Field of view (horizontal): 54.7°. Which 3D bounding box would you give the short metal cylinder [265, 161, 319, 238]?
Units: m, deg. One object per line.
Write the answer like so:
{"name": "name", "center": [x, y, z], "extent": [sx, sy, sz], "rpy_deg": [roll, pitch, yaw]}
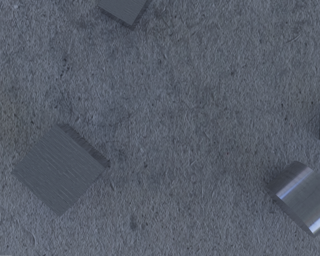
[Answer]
{"name": "short metal cylinder", "center": [0.178, 0.087, 0.384], "extent": [0.050, 0.080, 0.080], "rpy_deg": [-42, 90, 0]}

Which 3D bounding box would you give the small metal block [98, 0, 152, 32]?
{"name": "small metal block", "center": [-0.045, -0.166, 0.409], "extent": [0.050, 0.025, 0.050], "rpy_deg": [31, 90, 0]}

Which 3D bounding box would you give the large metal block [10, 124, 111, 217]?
{"name": "large metal block", "center": [-0.123, 0.051, 0.396], "extent": [0.080, 0.050, 0.080], "rpy_deg": [42, 90, 0]}
